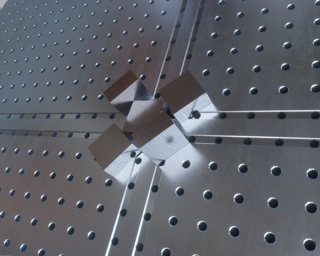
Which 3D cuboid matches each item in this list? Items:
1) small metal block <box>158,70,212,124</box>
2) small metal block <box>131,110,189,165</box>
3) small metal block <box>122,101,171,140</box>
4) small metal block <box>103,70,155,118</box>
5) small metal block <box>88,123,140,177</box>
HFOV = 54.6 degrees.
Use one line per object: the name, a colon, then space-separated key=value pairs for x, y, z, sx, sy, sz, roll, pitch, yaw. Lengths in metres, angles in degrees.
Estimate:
small metal block: x=0.033 y=-0.042 z=0.417 sx=0.050 sy=0.025 sz=0.050 roll=-35 pitch=51 yaw=6
small metal block: x=0.001 y=0.013 z=0.384 sx=0.050 sy=0.050 sz=0.025 roll=-36 pitch=51 yaw=4
small metal block: x=-0.017 y=-0.010 z=0.423 sx=0.050 sy=0.025 sz=0.050 roll=3 pitch=62 yaw=31
small metal block: x=-0.044 y=-0.047 z=0.444 sx=0.050 sy=0.050 sz=0.025 roll=-40 pitch=52 yaw=2
small metal block: x=-0.063 y=0.029 z=0.424 sx=0.050 sy=0.025 sz=0.050 roll=-44 pitch=51 yaw=-3
